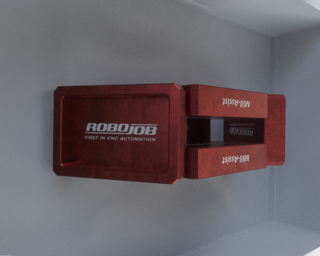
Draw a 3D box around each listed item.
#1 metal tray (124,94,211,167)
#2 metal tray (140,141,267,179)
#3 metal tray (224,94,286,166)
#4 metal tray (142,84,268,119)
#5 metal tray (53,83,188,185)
[{"bbox_3d":[0.014,0.003,0.413,0.131,0.030,0.089,-1,91,-41],"label":"metal tray"},{"bbox_3d":[0.053,0.034,0.367,0.131,0.090,0.030,0,90,-40],"label":"metal tray"},{"bbox_3d":[0.131,0.002,0.447,0.030,0.130,0.089,1,90,-10],"label":"metal tray"},{"bbox_3d":[0.054,-0.027,0.367,0.131,0.090,0.030,0,90,-40],"label":"metal tray"},{"bbox_3d":[-0.041,0.004,0.304,0.030,0.130,0.089,0,91,-72],"label":"metal tray"}]
